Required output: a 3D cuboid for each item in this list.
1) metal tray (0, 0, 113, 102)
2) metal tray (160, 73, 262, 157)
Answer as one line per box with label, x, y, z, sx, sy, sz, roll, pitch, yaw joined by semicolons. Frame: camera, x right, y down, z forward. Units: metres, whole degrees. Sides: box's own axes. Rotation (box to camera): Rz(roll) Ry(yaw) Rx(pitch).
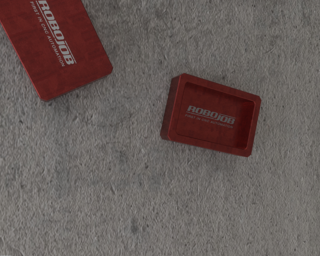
metal tray;-0.124;-0.106;0.360;0.091;0.030;0.129;-28;99;-18
metal tray;0.073;-0.015;0.432;0.131;0.030;0.090;13;86;-20
